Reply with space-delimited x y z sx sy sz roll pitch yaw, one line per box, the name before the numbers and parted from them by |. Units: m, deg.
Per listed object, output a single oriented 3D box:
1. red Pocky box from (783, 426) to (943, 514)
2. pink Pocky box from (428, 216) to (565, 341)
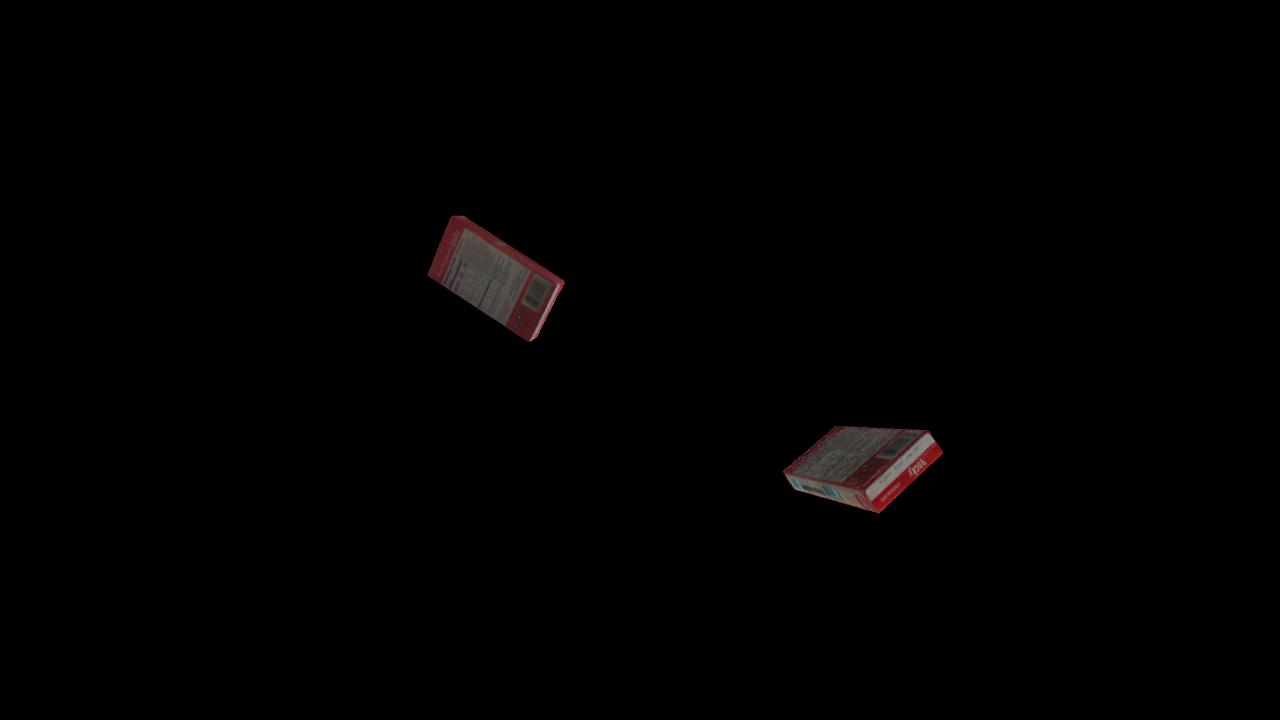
red Pocky box | 0.203 0.098 0.580 0.083 0.028 0.155 -38 4 -12
pink Pocky box | -0.173 -0.098 0.736 0.155 0.084 0.029 33 21 7
